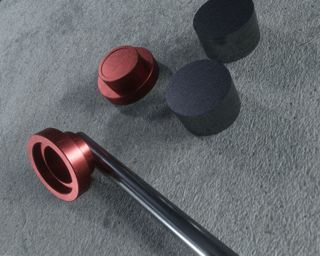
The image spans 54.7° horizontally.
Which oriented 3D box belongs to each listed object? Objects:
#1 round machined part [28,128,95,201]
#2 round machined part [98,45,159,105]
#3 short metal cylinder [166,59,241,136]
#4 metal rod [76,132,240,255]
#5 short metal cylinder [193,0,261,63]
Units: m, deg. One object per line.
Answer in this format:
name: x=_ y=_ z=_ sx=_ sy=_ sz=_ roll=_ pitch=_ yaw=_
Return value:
round machined part: x=-0.125 y=0.043 z=0.407 sx=0.098 sy=0.097 sz=0.042 roll=14 pitch=33 yaw=33
round machined part: x=-0.054 y=-0.087 z=0.473 sx=0.098 sy=0.042 sz=0.098 roll=-13 pitch=56 yaw=20
short metal cylinder: x=0.054 y=-0.037 z=0.381 sx=0.080 sy=0.050 sz=0.080 roll=-13 pitch=56 yaw=20
metal rod: x=-0.017 y=0.079 z=0.363 sx=0.300 sy=0.025 sz=0.025 roll=31 pitch=79 yaw=37
short metal cylinder: x=0.092 y=-0.136 z=0.423 sx=0.080 sy=0.050 sz=0.080 roll=-13 pitch=56 yaw=20
